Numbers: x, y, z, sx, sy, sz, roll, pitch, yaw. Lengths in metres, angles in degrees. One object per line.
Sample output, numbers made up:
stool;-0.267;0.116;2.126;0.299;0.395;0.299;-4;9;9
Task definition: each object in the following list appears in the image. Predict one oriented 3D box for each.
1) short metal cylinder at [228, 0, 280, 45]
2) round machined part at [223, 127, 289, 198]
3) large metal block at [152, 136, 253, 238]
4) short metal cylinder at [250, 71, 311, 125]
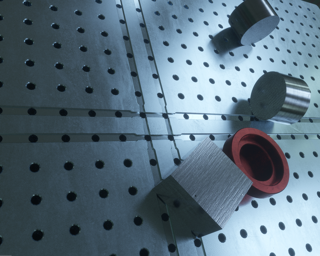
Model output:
short metal cylinder;0.180;-0.205;0.595;0.081;0.080;0.050;-13;69;-34
round machined part;0.128;0.051;0.434;0.099;0.042;0.098;14;55;-21
large metal block;0.053;0.071;0.377;0.080;0.050;0.080;46;51;4
short metal cylinder;0.194;-0.048;0.507;0.050;0.080;0.080;9;58;-24
